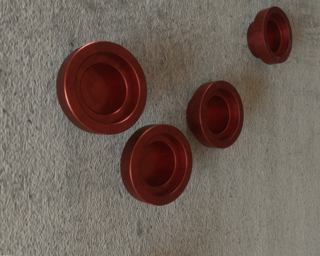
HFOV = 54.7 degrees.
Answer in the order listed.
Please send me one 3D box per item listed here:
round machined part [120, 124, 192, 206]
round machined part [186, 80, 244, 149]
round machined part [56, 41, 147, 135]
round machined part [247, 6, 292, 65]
[{"bbox_3d":[-0.008,0.044,0.387,0.099,0.042,0.097,0,90,-40],"label":"round machined part"},{"bbox_3d":[0.077,-0.019,0.458,0.099,0.042,0.097,0,90,-40],"label":"round machined part"},{"bbox_3d":[-0.065,-0.042,0.339,0.099,0.042,0.097,0,90,-40],"label":"round machined part"},{"bbox_3d":[0.193,-0.162,0.555,0.099,0.042,0.097,0,90,-40],"label":"round machined part"}]
